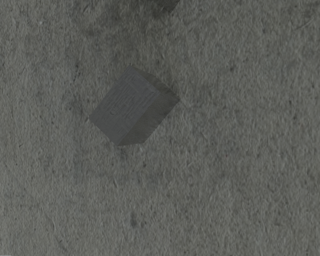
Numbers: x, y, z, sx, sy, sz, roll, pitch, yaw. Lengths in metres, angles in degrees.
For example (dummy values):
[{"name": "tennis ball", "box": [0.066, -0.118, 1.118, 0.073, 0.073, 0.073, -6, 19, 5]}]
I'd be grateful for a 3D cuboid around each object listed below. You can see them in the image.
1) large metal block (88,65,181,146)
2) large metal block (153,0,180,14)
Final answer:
[{"name": "large metal block", "box": [-0.028, -0.025, 0.389, 0.050, 0.080, 0.080, 43, 103, 14]}, {"name": "large metal block", "box": [0.000, -0.210, 0.395, 0.080, 0.050, 0.080, 41, 103, 15]}]
